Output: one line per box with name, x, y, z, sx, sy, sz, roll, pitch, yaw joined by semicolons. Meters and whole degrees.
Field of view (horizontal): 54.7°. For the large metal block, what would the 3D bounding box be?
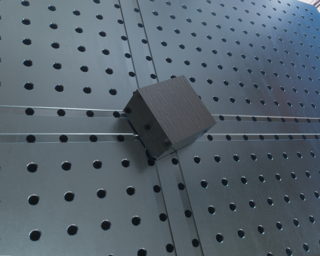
large metal block;0.013;-0.015;0.406;0.081;0.050;0.080;-23;74;-37
